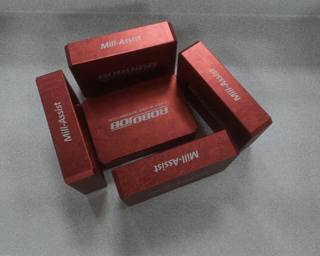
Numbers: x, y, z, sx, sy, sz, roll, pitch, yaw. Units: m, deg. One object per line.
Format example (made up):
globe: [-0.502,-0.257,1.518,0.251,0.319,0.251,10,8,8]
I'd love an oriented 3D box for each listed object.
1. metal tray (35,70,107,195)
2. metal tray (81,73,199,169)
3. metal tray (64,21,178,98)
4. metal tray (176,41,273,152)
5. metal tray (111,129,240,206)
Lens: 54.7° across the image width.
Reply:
metal tray: [-0.103,0.008,0.369,0.030,0.090,0.130,-20,72,-7]
metal tray: [-0.027,-0.011,0.408,0.131,0.030,0.090,-19,71,-7]
metal tray: [-0.046,-0.085,0.404,0.131,0.090,0.030,-15,71,-6]
metal tray: [0.072,-0.034,0.387,0.030,0.090,0.130,-35,74,-11]
metal tray: [0.017,0.049,0.355,0.131,0.090,0.030,-19,72,-7]
